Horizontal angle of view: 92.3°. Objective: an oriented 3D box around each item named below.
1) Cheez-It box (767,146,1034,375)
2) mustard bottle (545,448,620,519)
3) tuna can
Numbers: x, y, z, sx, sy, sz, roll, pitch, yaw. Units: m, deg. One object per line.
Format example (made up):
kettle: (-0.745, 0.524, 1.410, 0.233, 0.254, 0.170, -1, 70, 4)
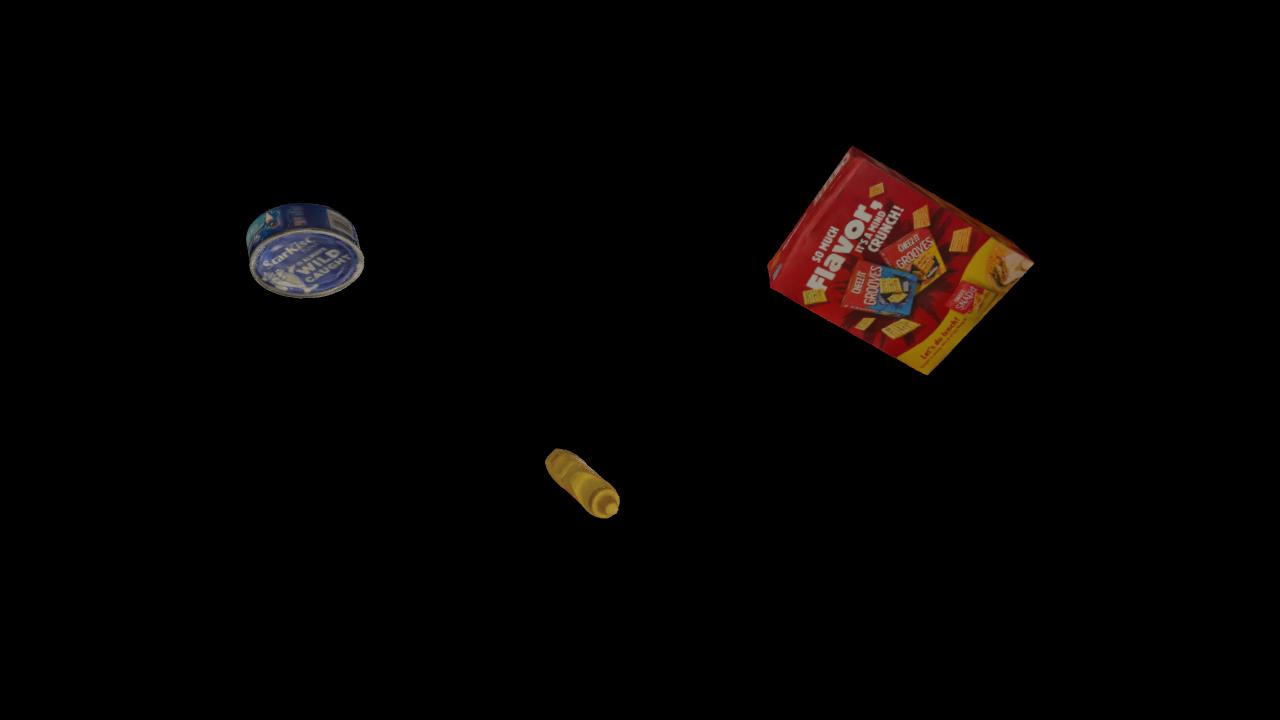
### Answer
Cheez-It box: (0.279, -0.105, 0.683, 0.223, 0.166, 0.071, 26, 31, -9)
mustard bottle: (-0.076, 0.187, 0.900, 0.054, 0.092, 0.184, -43, 23, -14)
tuna can: (-0.277, -0.090, 0.511, 0.084, 0.034, 0.084, -20, -24, -10)
